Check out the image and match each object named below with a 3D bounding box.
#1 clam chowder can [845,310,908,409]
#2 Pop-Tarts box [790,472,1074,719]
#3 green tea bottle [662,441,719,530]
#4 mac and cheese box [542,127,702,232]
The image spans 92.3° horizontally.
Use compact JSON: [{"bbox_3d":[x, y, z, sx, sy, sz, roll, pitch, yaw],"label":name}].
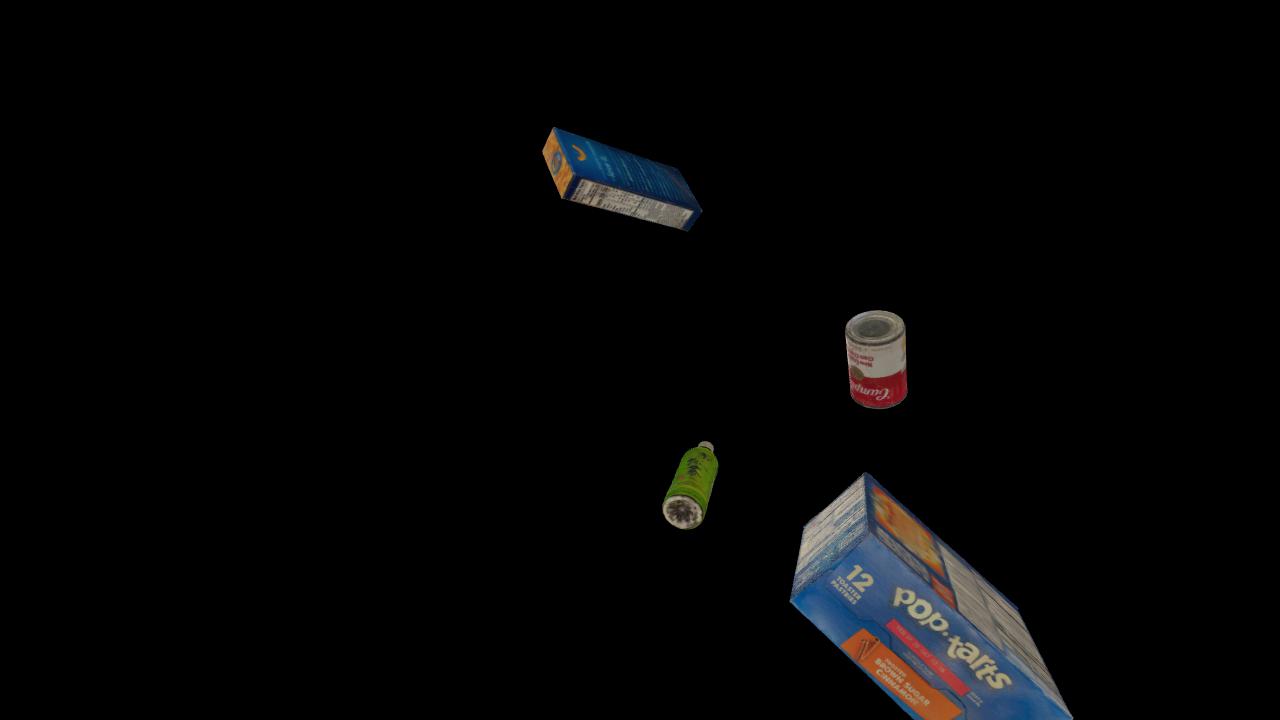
[{"bbox_3d":[0.285,-0.001,0.741,0.068,0.102,0.068,-12,35,9],"label":"clam chowder can"},{"bbox_3d":[0.210,0.189,0.475,0.167,0.083,0.141,42,18,9],"label":"Pop-Tarts box"},{"bbox_3d":[0.096,0.204,1.061,0.073,0.073,0.212,0,19,17],"label":"green tea bottle"},{"bbox_3d":[-0.018,-0.213,0.737,0.184,0.093,0.041,6,-42,-35],"label":"mac and cheese box"}]
